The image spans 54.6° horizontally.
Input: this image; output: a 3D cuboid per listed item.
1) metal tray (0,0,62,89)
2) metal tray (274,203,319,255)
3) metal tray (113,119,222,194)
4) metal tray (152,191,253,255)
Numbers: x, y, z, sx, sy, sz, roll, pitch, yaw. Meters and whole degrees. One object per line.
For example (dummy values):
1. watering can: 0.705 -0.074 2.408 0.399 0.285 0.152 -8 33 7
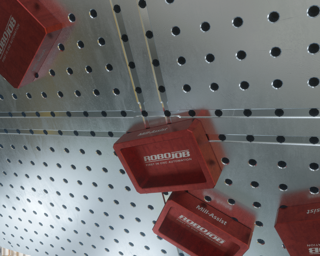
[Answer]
1. metal tray: -0.204 -0.128 0.437 0.090 0.030 0.129 46 129 -4
2. metal tray: 0.220 0.133 0.374 0.130 0.030 0.090 -21 108 36
3. metal tray: 0.008 0.044 0.431 0.130 0.030 0.090 -12 112 33
4. metal tray: 0.061 0.158 0.473 0.130 0.030 0.089 29 128 9
